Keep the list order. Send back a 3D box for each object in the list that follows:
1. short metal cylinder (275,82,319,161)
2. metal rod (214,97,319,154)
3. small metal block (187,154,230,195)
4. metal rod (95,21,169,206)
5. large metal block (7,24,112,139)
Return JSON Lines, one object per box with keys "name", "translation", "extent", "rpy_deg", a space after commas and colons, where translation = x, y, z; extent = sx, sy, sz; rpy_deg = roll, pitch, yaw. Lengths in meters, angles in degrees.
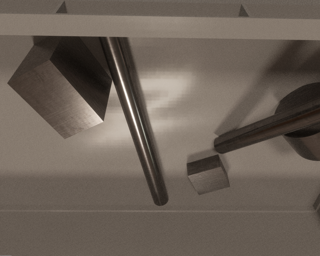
{"name": "short metal cylinder", "translation": [0.186, -0.008, 0.369], "extent": [0.080, 0.080, 0.050], "rpy_deg": [-34, 123, 25]}
{"name": "metal rod", "translation": [0.159, -0.017, 0.311], "extent": [0.025, 0.025, 0.299], "rpy_deg": [26, 152, -21]}
{"name": "small metal block", "translation": [0.074, 0.072, 0.472], "extent": [0.050, 0.025, 0.050], "rpy_deg": [-19, 128, 14]}
{"name": "metal rod", "translation": [-0.026, 0.006, 0.413], "extent": [0.025, 0.025, 0.298], "rpy_deg": [-9, 130, 7]}
{"name": "large metal block", "translation": [-0.099, -0.049, 0.329], "extent": [0.050, 0.080, 0.080], "rpy_deg": [-23, 127, 18]}
